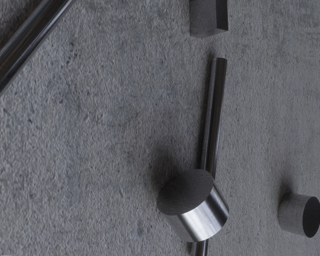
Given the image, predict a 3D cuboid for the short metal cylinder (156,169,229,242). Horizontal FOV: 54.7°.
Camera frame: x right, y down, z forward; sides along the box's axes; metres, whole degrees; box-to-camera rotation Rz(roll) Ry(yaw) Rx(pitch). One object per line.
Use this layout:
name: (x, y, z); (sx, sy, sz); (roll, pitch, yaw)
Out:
short metal cylinder: (0.043, 0.100, 0.405); (0.080, 0.080, 0.050); (-46, 118, -30)

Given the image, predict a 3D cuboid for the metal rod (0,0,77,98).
metal rod: (-0.140, -0.060, 0.286); (0.025, 0.025, 0.300); (42, 65, -32)

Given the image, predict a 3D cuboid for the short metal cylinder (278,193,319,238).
short metal cylinder: (0.282, 0.174, 0.626); (0.081, 0.050, 0.079); (0, 90, -40)

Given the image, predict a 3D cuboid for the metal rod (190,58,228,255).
metal rod: (0.074, 0.042, 0.466); (0.025, 0.025, 0.298); (12, 83, -40)

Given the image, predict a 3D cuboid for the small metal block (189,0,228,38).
small metal block: (0.069, -0.161, 0.446); (0.025, 0.050, 0.050); (-5, 93, -40)
